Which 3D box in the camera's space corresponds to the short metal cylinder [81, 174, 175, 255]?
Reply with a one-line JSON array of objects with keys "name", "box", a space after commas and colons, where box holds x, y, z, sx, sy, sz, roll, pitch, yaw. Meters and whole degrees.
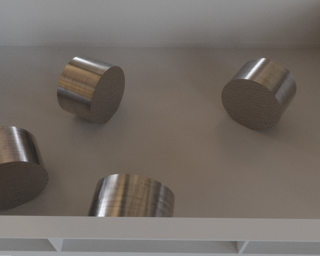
[{"name": "short metal cylinder", "box": [-0.028, 0.087, 0.296, 0.080, 0.080, 0.050, 6, 50, 5]}]

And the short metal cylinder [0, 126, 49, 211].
[{"name": "short metal cylinder", "box": [-0.167, 0.044, 0.331, 0.081, 0.080, 0.050, -22, 54, -17]}]

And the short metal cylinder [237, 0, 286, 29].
[{"name": "short metal cylinder", "box": [0.192, -0.231, 0.587, 0.080, 0.050, 0.080, 0, 50, 0]}]

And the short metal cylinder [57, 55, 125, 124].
[{"name": "short metal cylinder", "box": [-0.089, -0.051, 0.411, 0.050, 0.080, 0.080, 21, 53, 17]}]

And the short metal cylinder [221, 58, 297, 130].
[{"name": "short metal cylinder", "box": [0.129, -0.044, 0.407, 0.080, 0.080, 0.050, 30, 56, 22]}]
